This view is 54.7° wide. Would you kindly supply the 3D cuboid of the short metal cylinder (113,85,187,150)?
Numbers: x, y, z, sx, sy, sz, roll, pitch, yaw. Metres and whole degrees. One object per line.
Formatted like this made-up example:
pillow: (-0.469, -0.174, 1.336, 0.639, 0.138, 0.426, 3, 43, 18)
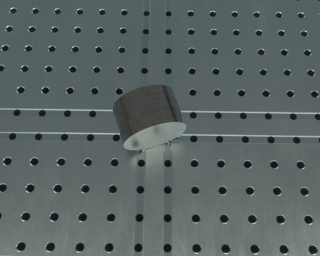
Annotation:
short metal cylinder: (-0.013, -0.011, 0.386, 0.081, 0.080, 0.050, -17, 71, -6)
